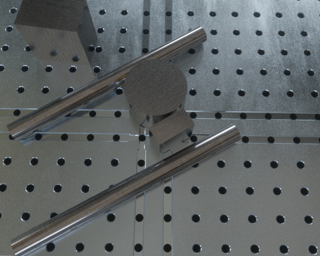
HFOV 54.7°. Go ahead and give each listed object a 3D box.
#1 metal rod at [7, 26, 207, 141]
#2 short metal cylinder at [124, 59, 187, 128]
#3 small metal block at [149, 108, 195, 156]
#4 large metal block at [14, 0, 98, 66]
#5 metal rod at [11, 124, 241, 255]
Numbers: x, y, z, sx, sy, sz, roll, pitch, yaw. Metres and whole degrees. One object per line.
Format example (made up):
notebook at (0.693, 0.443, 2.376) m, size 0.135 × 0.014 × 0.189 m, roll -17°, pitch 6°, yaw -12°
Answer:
metal rod at (-0.065, -0.067, 0.435) m, size 0.302 × 0.025 × 0.025 m, roll -30°, pitch 73°, yaw -11°
short metal cylinder at (-0.006, -0.044, 0.415) m, size 0.081 × 0.050 × 0.080 m, roll 0°, pitch 70°, yaw 0°
small metal block at (0.014, 0.006, 0.396) m, size 0.050 × 0.050 × 0.025 m, roll -30°, pitch 73°, yaw -11°
large metal block at (-0.139, -0.134, 0.430) m, size 0.080 × 0.080 × 0.050 m, roll 8°, pitch 70°, yaw 2°
metal rod at (-0.033, 0.072, 0.384) m, size 0.302 × 0.025 × 0.025 m, roll -27°, pitch 73°, yaw -10°
